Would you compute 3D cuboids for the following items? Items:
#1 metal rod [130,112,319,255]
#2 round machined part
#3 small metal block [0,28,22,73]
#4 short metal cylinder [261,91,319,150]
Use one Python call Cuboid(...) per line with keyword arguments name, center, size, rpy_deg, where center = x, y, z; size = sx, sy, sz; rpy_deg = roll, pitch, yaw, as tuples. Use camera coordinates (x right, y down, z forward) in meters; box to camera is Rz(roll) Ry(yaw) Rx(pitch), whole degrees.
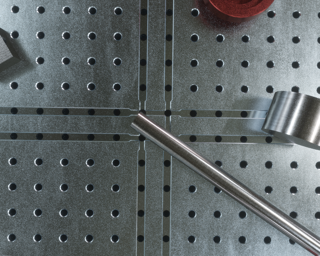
Cuboid(name="metal rod", center=(0.090, 0.074, 0.414), size=(0.301, 0.025, 0.025), rpy_deg=(35, 90, -1))
Cuboid(name="round machined part", center=(0.102, -0.187, 0.406), size=(0.099, 0.042, 0.097), rpy_deg=(0, 90, -1))
Cuboid(name="small metal block", center=(-0.224, -0.101, 0.410), size=(0.050, 0.025, 0.050), rpy_deg=(-31, 90, -1))
Cuboid(name="short metal cylinder", center=(0.175, -0.008, 0.388), size=(0.080, 0.080, 0.050), rpy_deg=(21, 90, -1))
